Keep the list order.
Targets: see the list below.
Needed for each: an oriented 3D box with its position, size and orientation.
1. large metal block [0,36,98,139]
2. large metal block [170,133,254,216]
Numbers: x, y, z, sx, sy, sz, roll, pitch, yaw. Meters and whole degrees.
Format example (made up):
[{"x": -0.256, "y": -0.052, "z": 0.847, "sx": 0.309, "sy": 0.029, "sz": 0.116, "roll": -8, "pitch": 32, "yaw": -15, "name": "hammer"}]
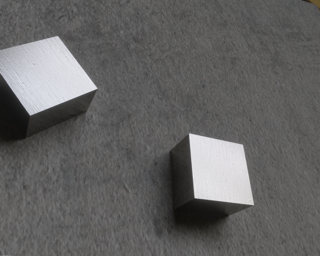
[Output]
[{"x": -0.132, "y": -0.048, "z": 0.346, "sx": 0.081, "sy": 0.050, "sz": 0.080, "roll": -31, "pitch": 79, "yaw": -38, "name": "large metal block"}, {"x": 0.062, "y": 0.060, "z": 0.386, "sx": 0.081, "sy": 0.050, "sz": 0.080, "roll": 12, "pitch": 57, "yaw": -22, "name": "large metal block"}]
